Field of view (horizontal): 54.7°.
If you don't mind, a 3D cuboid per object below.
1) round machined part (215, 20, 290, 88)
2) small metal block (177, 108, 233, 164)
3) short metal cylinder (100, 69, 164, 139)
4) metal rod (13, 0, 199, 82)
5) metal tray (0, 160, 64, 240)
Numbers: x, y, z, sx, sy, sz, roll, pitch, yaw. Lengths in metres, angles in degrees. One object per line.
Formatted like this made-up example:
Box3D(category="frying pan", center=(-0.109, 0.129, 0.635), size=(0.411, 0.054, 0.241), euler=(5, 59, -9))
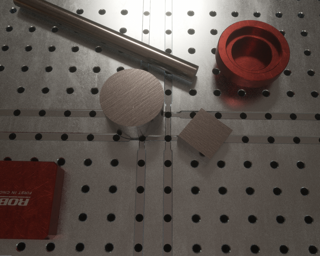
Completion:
Box3D(category="round machined part", center=(0.128, -0.101, 0.441), size=(0.099, 0.042, 0.098), euler=(0, 70, -1))
Box3D(category="small metal block", center=(0.059, 0.010, 0.409), size=(0.050, 0.025, 0.050), euler=(37, 74, 12))
Box3D(category="short metal cylinder", center=(-0.035, -0.031, 0.409), size=(0.081, 0.050, 0.080), euler=(0, 70, 0))
Box3D(category="metal rod", center=(-0.085, -0.139, 0.461), size=(0.301, 0.025, 0.025), euler=(25, 72, 8))
Box3D(category="metal tray", center=(-0.190, 0.086, 0.375), size=(0.131, 0.030, 0.090), euler=(1, 70, 0))
